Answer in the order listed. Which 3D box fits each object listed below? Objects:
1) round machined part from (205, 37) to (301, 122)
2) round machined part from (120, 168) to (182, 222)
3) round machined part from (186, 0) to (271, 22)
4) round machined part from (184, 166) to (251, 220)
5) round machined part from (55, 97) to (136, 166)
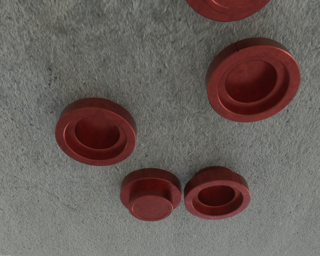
[{"bbox_3d":[0.100,-0.057,0.349,0.099,0.042,0.097,0,130,0],"label":"round machined part"},{"bbox_3d":[-0.014,0.112,0.491,0.099,0.042,0.097,0,130,0],"label":"round machined part"},{"bbox_3d":[0.065,-0.142,0.276,0.099,0.042,0.097,0,130,0],"label":"round machined part"},{"bbox_3d":[0.086,0.096,0.479,0.099,0.042,0.097,0,130,0],"label":"round machined part"},{"bbox_3d":[-0.079,0.001,0.396,0.099,0.042,0.097,0,130,0],"label":"round machined part"}]
